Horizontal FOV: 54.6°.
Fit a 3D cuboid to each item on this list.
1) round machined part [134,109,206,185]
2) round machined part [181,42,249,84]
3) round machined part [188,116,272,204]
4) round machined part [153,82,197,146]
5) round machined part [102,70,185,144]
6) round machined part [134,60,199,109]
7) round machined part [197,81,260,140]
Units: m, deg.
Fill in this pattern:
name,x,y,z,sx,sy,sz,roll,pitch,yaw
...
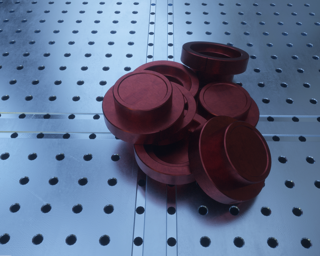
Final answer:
name,x,y,z,sx,sy,sz,roll,pitch,yaw
round machined part,0.019,0.026,0.375,0.099,0.042,0.098,0,50,0
round machined part,0.079,-0.095,0.463,0.099,0.042,0.098,6,29,-3
round machined part,0.083,0.031,0.339,0.099,0.042,0.098,15,61,-28
round machined part,-0.002,-0.015,0.409,0.099,0.042,0.098,0,50,0
round machined part,-0.020,-0.031,0.368,0.099,0.042,0.098,0,50,0
round machined part,0.004,-0.049,0.438,0.099,0.042,0.098,0,50,0
round machined part,0.085,-0.026,0.419,0.099,0.042,0.098,0,50,0
